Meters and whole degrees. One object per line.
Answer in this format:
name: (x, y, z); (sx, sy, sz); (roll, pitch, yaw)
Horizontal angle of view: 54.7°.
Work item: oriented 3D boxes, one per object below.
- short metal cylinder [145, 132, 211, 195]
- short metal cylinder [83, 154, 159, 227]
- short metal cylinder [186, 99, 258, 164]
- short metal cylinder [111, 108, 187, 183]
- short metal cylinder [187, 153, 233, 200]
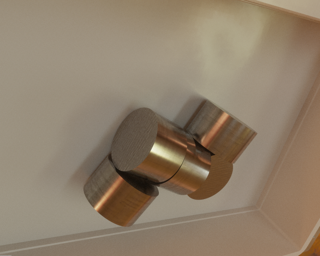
short metal cylinder: (0.020, 0.043, 0.411); (0.050, 0.080, 0.080); (30, 101, -38)
short metal cylinder: (-0.048, 0.077, 0.394); (0.080, 0.080, 0.050); (33, 100, -39)
short metal cylinder: (0.084, 0.004, 0.421); (0.080, 0.080, 0.050); (26, 104, -37)
short metal cylinder: (-0.014, 0.022, 0.378); (0.050, 0.080, 0.080); (29, 102, -38)
short metal cylinder: (0.061, 0.060, 0.462); (0.081, 0.050, 0.079); (-14, 125, -21)
